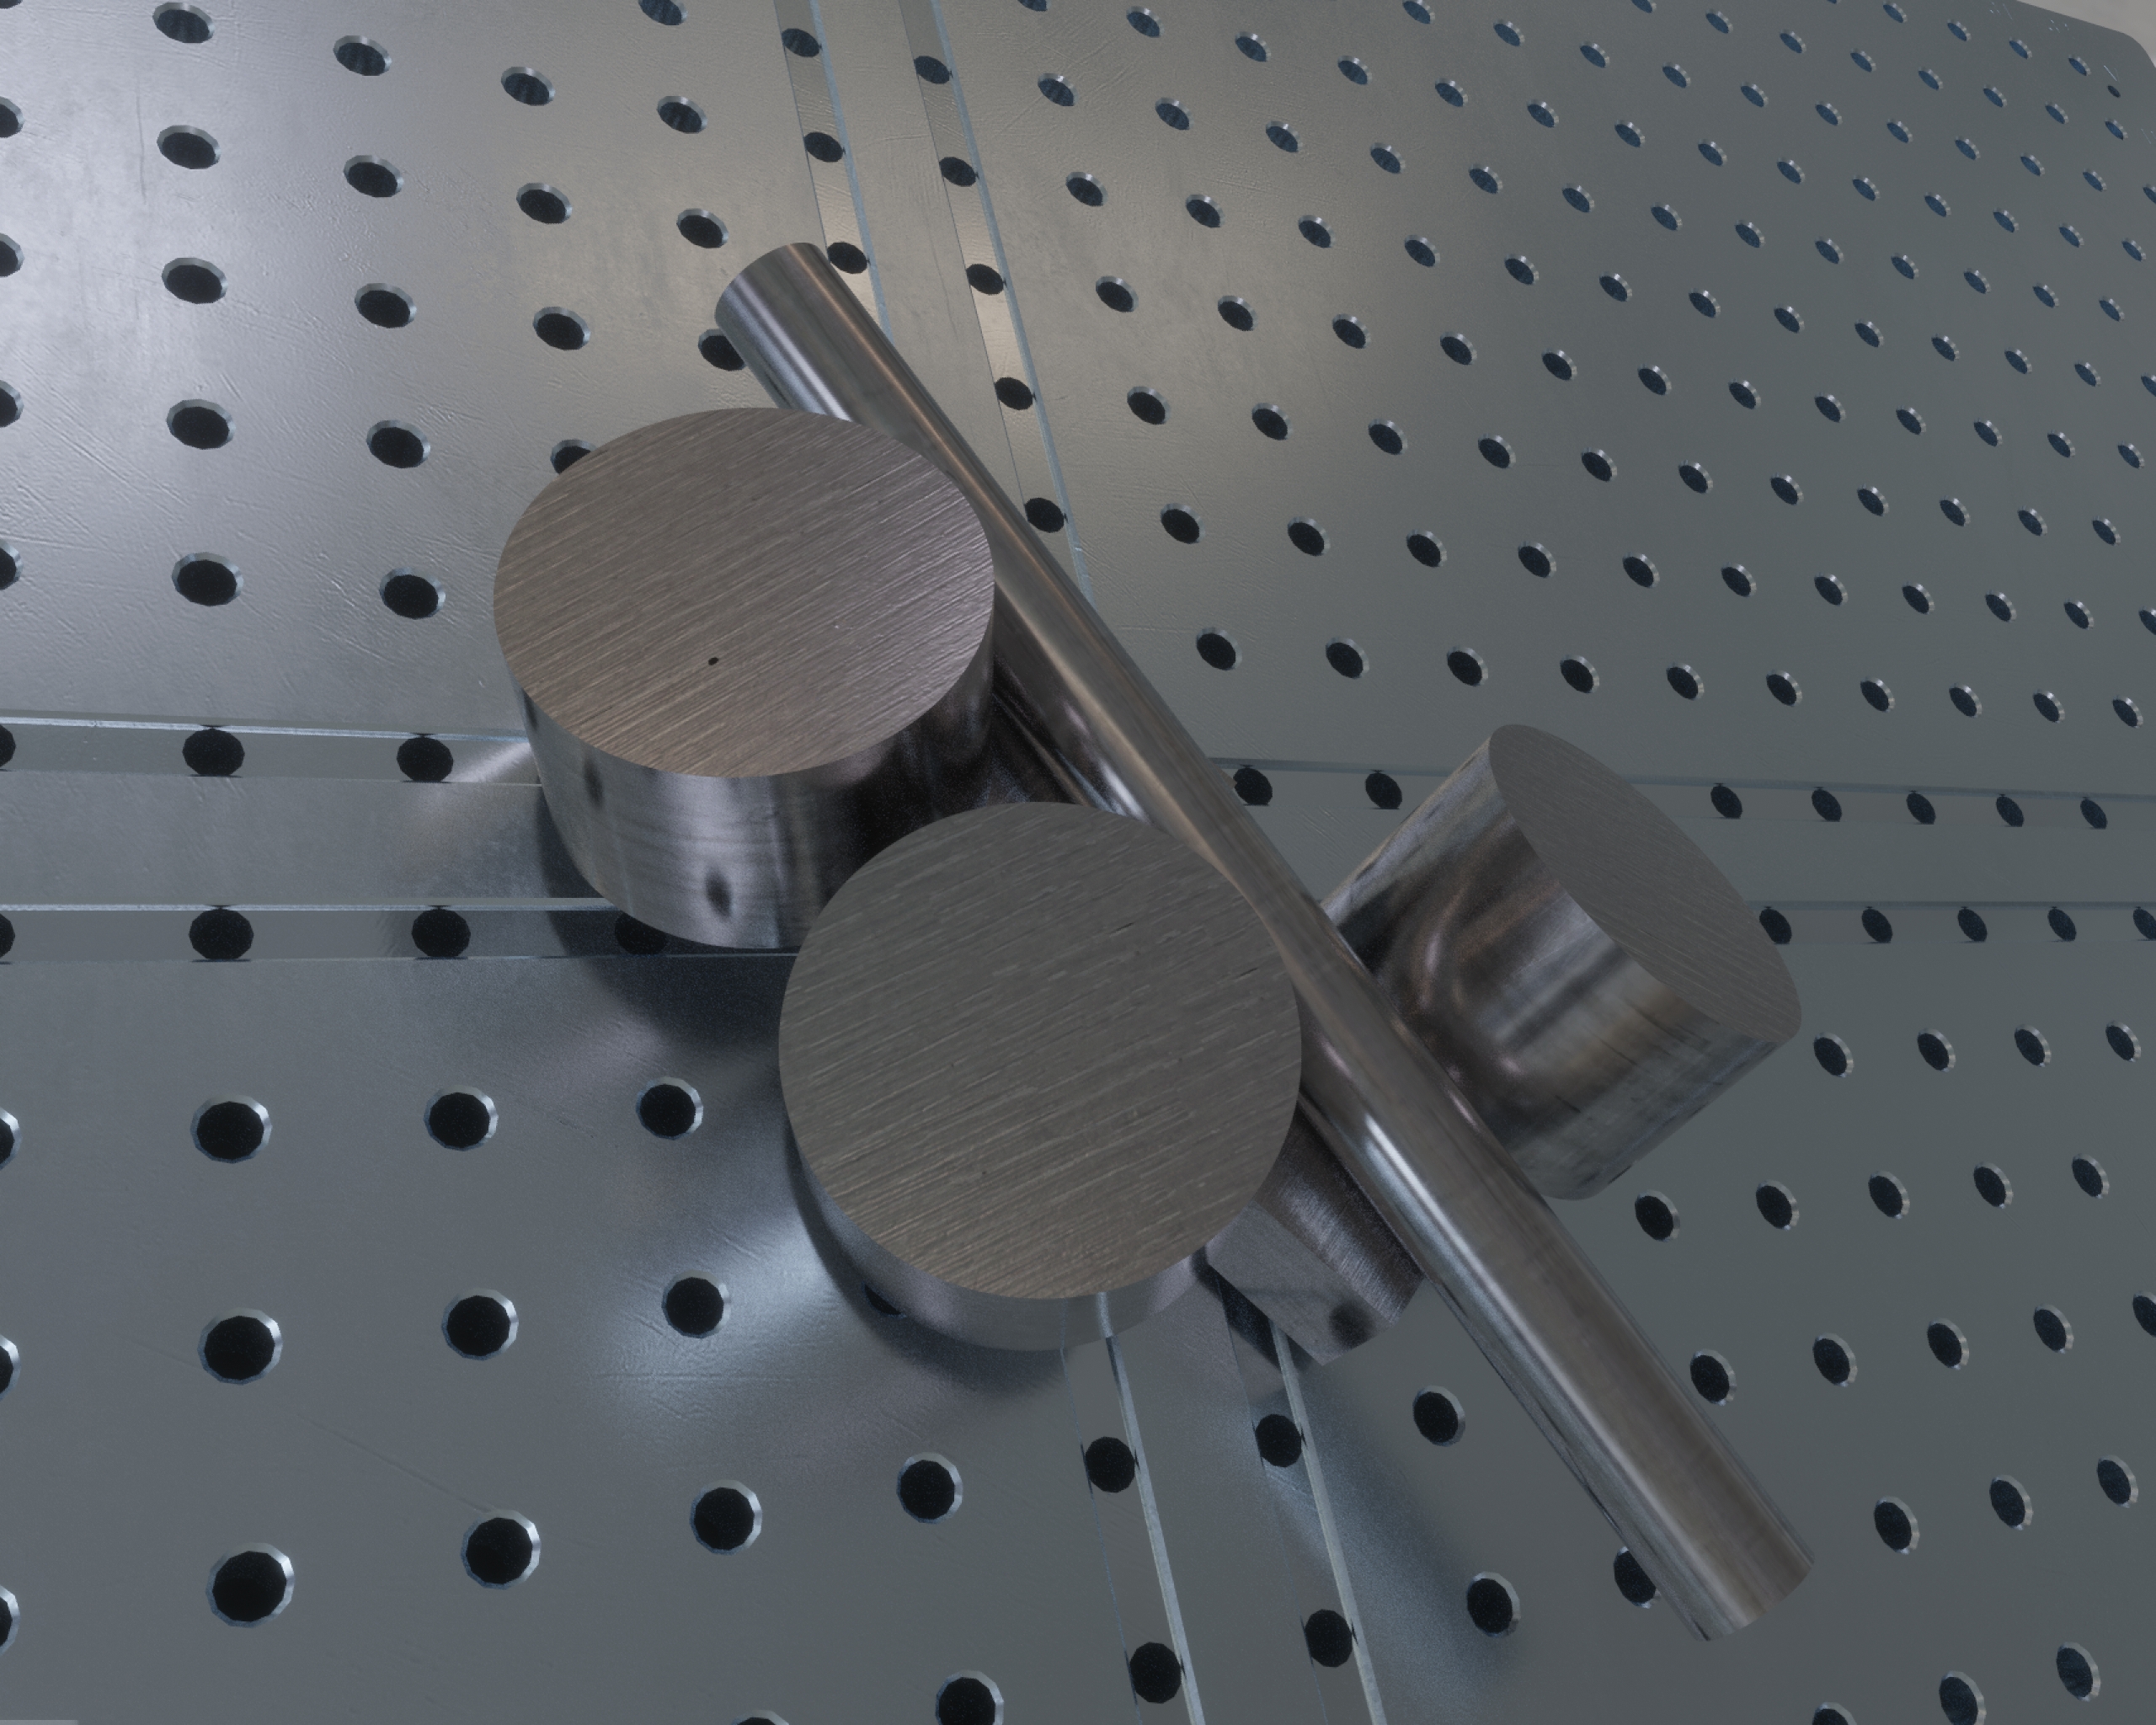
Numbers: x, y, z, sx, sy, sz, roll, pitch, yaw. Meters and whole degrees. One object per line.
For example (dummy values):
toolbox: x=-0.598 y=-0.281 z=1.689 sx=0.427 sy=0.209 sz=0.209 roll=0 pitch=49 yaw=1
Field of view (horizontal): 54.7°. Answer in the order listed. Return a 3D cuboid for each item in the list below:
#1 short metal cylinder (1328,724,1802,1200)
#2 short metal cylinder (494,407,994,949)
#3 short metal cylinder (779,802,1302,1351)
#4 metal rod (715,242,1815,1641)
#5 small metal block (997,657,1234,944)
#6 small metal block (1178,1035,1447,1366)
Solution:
short metal cylinder: x=0.094 y=0.019 z=0.410 sx=0.080 sy=0.050 sz=0.080 roll=32 pitch=29 yaw=-20
short metal cylinder: x=-0.055 y=-0.032 z=0.360 sx=0.081 sy=0.050 sz=0.080 roll=2 pitch=56 yaw=-2
short metal cylinder: x=-0.007 y=0.036 z=0.344 sx=0.081 sy=0.050 sz=0.080 roll=1 pitch=68 yaw=-3
metal rod: x=0.027 y=0.006 z=0.382 sx=0.025 sy=0.025 sz=0.299 roll=-29 pitch=77 yaw=-37
small metal block: x=-0.005 y=-0.011 z=0.408 sx=0.050 sy=0.025 sz=0.050 roll=40 pitch=51 yaw=-1
small metal block: x=0.045 y=0.057 z=0.393 sx=0.050 sy=0.025 sz=0.050 roll=42 pitch=51 yaw=1
